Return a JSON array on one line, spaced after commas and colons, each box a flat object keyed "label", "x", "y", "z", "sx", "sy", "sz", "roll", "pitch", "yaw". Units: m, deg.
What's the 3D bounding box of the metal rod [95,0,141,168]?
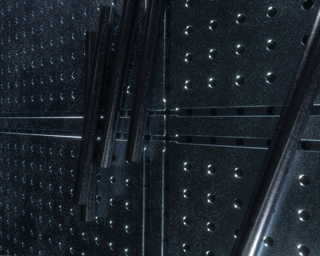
[{"label": "metal rod", "x": -0.059, "y": -0.087, "z": 0.455, "sx": 0.025, "sy": 0.025, "sz": 0.298, "roll": 19, "pitch": 102, "yaw": 38}]

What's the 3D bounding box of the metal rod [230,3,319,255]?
[{"label": "metal rod", "x": 0.119, "y": 0.031, "z": 0.310, "sx": 0.025, "sy": 0.025, "sz": 0.298, "roll": 24, "pitch": 105, "yaw": 37}]

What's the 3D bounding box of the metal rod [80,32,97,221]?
[{"label": "metal rod", "x": -0.112, "y": -0.001, "z": 0.498, "sx": 0.025, "sy": 0.025, "sz": 0.298, "roll": 4, "pitch": 92, "yaw": 39}]

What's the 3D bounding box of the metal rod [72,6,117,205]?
[{"label": "metal rod", "x": -0.100, "y": -0.034, "z": 0.473, "sx": 0.025, "sy": 0.025, "sz": 0.298, "roll": 8, "pitch": 90, "yaw": 39}]

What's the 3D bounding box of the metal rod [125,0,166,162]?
[{"label": "metal rod", "x": -0.015, "y": -0.102, "z": 0.419, "sx": 0.025, "sy": 0.025, "sz": 0.298, "roll": 15, "pitch": 99, "yaw": 39}]
